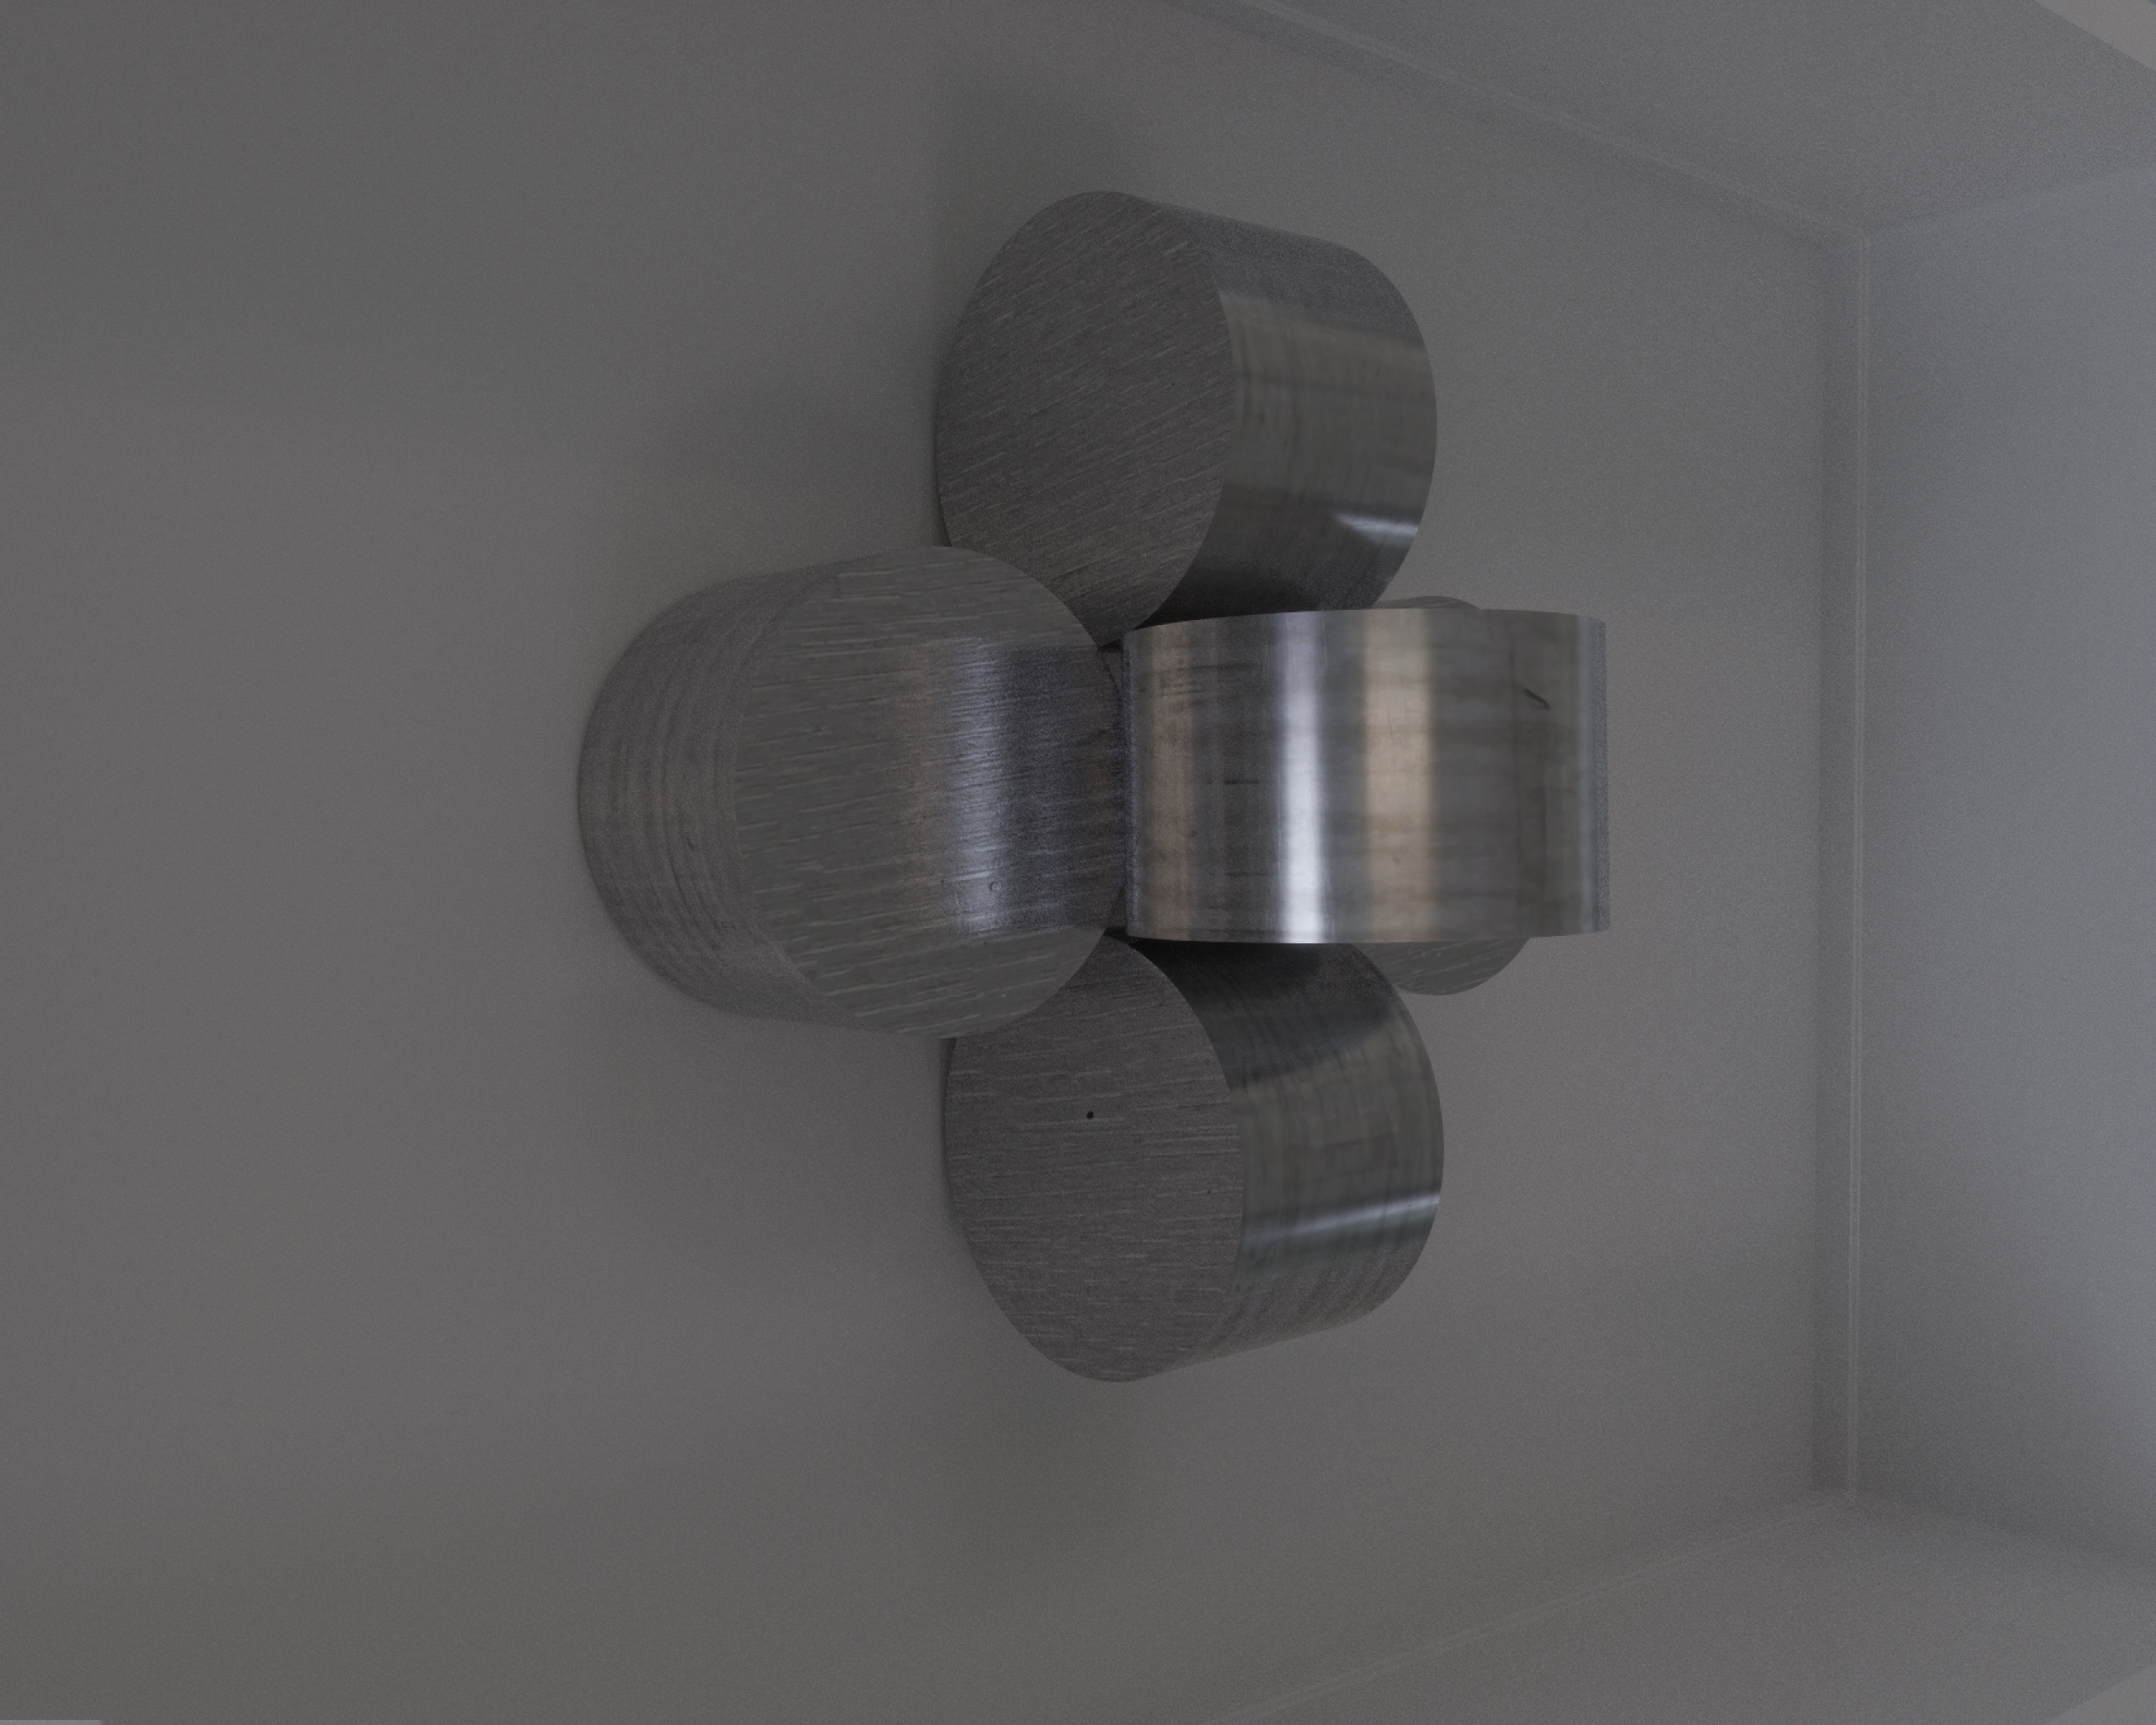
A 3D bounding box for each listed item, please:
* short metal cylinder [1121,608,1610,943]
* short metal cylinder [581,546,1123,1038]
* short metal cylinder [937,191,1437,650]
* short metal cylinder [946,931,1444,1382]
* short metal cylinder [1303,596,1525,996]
[{"bbox_3d":[0.048,-0.014,0.351,0.081,0.080,0.050,-2,91,-40],"label":"short metal cylinder"},{"bbox_3d":[-0.037,-0.012,0.357,0.081,0.050,0.080,0,90,-40],"label":"short metal cylinder"},{"bbox_3d":[0.018,-0.078,0.383,0.050,0.080,0.079,-3,92,-41],"label":"short metal cylinder"},{"bbox_3d":[0.020,0.051,0.385,0.050,0.080,0.079,-3,92,-41],"label":"short metal cylinder"},{"bbox_3d":[0.057,-0.013,0.435,0.081,0.050,0.080,0,90,-40],"label":"short metal cylinder"}]
